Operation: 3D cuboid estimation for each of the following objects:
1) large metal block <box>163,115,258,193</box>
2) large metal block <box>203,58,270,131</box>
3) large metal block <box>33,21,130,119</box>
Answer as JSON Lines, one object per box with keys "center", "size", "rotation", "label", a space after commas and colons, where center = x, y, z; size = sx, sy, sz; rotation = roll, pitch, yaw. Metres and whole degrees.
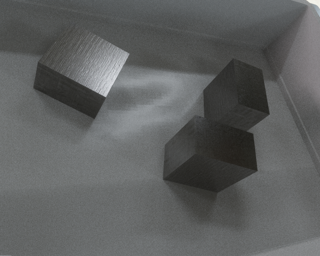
{"center": [0.058, 0.035, 0.380], "size": [0.081, 0.080, 0.050], "rotation": [17, 55, -19], "label": "large metal block"}
{"center": [0.107, -0.039, 0.452], "size": [0.050, 0.080, 0.080], "rotation": [16, 55, -19], "label": "large metal block"}
{"center": [-0.095, -0.071, 0.382], "size": [0.080, 0.050, 0.080], "rotation": [28, 52, -11], "label": "large metal block"}
